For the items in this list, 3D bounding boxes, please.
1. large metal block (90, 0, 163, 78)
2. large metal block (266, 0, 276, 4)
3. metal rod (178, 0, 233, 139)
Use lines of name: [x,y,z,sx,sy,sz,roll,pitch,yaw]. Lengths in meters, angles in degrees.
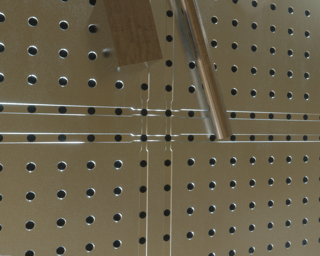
large metal block: [-0.042,-0.109,0.367,0.050,0.080,0.080,-15,95,-19]
large metal block: [0.178,-0.252,0.464,0.080,0.050,0.080,43,77,-15]
metal rod: [0.051,-0.130,0.431,0.025,0.025,0.298,-18,96,-19]
